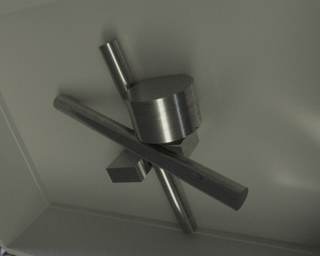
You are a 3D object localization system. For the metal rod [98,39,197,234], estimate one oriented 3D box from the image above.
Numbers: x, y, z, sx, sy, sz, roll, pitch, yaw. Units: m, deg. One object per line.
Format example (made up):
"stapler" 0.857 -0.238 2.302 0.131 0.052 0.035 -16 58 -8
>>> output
"metal rod" -0.009 0.026 0.427 0.025 0.025 0.299 -10 114 32

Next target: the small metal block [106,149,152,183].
"small metal block" -0.040 0.053 0.445 0.050 0.050 0.025 -8 115 31

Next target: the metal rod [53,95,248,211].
"metal rod" -0.035 0.015 0.380 0.300 0.025 0.025 25 129 33

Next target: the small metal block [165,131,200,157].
"small metal block" 0.016 0.020 0.395 0.050 0.050 0.025 -6 116 30

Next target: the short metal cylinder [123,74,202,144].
"short metal cylinder" 0.004 -0.024 0.355 0.080 0.080 0.050 -1 118 28
